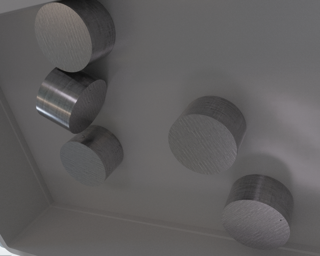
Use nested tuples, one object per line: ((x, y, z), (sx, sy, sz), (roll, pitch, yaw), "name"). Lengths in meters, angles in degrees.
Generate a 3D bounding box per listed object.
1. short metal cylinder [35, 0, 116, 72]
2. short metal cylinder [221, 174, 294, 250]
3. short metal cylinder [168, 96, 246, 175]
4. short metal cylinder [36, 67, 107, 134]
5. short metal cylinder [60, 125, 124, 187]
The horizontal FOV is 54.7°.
((-0.102, -0.114, 0.376), (0.080, 0.050, 0.079), (13, 124, 21), "short metal cylinder")
((0.124, 0.106, 0.393), (0.080, 0.050, 0.079), (13, 124, 21), "short metal cylinder")
((0.057, 0.008, 0.368), (0.080, 0.050, 0.079), (13, 124, 21), "short metal cylinder")
((-0.115, -0.039, 0.410), (0.050, 0.080, 0.079), (28, 128, 10), "short metal cylinder")
((-0.103, 0.042, 0.473), (0.080, 0.050, 0.079), (13, 124, 21), "short metal cylinder")
